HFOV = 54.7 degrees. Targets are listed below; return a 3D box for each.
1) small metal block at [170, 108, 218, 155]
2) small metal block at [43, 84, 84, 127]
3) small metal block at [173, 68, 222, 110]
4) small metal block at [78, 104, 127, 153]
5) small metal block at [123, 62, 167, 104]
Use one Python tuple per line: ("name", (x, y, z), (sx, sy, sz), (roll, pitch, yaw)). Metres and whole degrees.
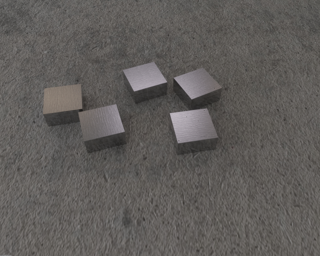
("small metal block", (0.042, 0.004, 0.400), (0.050, 0.025, 0.050), (-8, 51, -7))
("small metal block", (-0.132, -0.032, 0.429), (0.050, 0.025, 0.050), (-9, 51, -7))
("small metal block", (0.054, -0.057, 0.451), (0.050, 0.025, 0.050), (-22, 54, -18))
("small metal block", (-0.075, 0.000, 0.402), (0.050, 0.025, 0.050), (-13, 51, -11))
("small metal block", (-0.022, -0.068, 0.460), (0.050, 0.025, 0.050), (-18, 52, -15))
